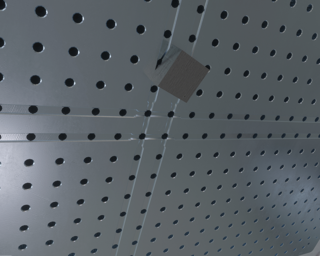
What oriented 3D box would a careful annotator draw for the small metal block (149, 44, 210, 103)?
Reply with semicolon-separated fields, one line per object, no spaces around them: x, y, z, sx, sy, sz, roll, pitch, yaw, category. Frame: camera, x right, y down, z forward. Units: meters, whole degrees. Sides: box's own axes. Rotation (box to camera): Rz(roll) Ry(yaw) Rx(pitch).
0.024;-0.066;0.383;0.050;0.025;0.050;26;104;-37;small metal block
